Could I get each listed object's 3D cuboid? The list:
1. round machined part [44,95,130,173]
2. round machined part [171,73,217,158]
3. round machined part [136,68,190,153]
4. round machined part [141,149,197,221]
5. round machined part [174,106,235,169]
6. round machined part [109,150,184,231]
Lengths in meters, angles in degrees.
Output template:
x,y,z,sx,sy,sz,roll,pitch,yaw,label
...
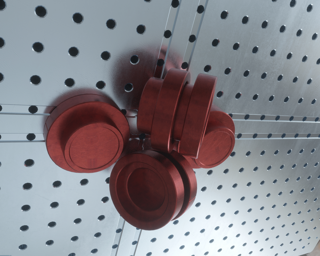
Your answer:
x,y,z,sx,sy,sz,roll,pitch,yaw,label
-0.081,0.014,0.363,0.099,0.042,0.097,-14,124,-21,round machined part
0.035,-0.017,0.363,0.042,0.098,0.097,14,118,10,round machined part
0.003,-0.023,0.366,0.042,0.098,0.097,14,118,10,round machined part
0.006,0.074,0.424,0.042,0.098,0.097,-14,131,-60,round machined part
0.069,0.020,0.449,0.099,0.042,0.097,-14,124,-21,round machined part
-0.013,0.076,0.397,0.042,0.098,0.097,-15,132,-60,round machined part
